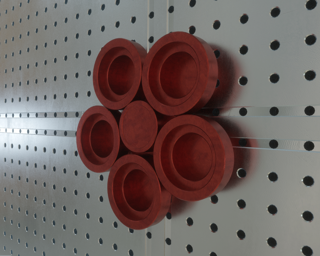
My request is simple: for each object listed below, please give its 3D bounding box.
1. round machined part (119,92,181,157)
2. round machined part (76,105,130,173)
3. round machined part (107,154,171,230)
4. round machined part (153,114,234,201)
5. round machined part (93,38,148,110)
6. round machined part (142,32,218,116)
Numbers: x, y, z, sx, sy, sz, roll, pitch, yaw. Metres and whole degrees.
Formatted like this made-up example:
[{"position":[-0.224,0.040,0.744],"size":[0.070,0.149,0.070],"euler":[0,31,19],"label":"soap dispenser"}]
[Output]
[{"position":[-0.016,-0.002,0.412],"size":[0.098,0.042,0.097],"euler":[0,90,40],"label":"round machined part"},{"position":[-0.079,0.016,0.464],"size":[0.098,0.042,0.097],"euler":[0,90,40],"label":"round machined part"},{"position":[-0.023,0.082,0.418],"size":[0.098,0.042,0.097],"euler":[0,90,40],"label":"round machined part"},{"position":[0.042,0.033,0.364],"size":[0.098,0.042,0.097],"euler":[0,90,40],"label":"round machined part"},{"position":[-0.048,-0.074,0.439],"size":[0.098,0.042,0.097],"euler":[0,90,40],"label":"round machined part"},{"position":[0.028,-0.063,0.376],"size":[0.098,0.042,0.097],"euler":[0,90,40],"label":"round machined part"}]
